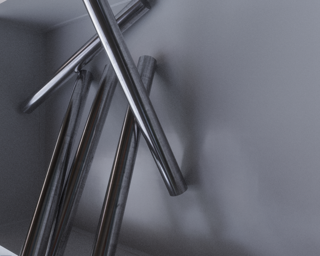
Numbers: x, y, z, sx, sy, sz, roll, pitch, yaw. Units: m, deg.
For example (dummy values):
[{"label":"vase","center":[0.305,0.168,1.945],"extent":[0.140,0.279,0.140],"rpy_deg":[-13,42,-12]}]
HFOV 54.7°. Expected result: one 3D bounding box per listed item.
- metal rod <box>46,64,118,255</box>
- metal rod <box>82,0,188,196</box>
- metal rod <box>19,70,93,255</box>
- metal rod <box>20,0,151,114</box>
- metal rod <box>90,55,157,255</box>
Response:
[{"label":"metal rod","center":[-0.103,0.047,0.411],"extent":[0.025,0.025,0.299],"rpy_deg":[-5,62,39]},{"label":"metal rod","center":[-0.034,-0.055,0.355],"extent":[0.025,0.025,0.299],"rpy_deg":[-13,107,39]},{"label":"metal rod","center":[-0.132,0.033,0.419],"extent":[0.025,0.025,0.300],"rpy_deg":[-28,43,36]},{"label":"metal rod","center":[-0.133,-0.105,0.495],"extent":[0.299,0.025,0.025],"rpy_deg":[-31,71,29]},{"label":"metal rod","center":[-0.043,0.044,0.363],"extent":[0.025,0.025,0.299],"rpy_deg":[-9,60,39]}]
